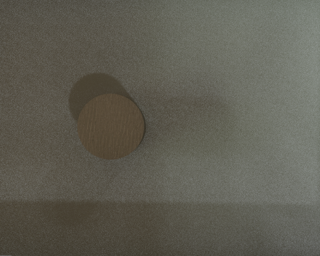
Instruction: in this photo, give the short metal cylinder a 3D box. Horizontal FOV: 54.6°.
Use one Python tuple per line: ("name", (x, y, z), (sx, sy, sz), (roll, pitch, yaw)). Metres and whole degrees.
("short metal cylinder", (-0.059, -0.002, 0.399), (0.080, 0.050, 0.080), (0, 90, 0))
